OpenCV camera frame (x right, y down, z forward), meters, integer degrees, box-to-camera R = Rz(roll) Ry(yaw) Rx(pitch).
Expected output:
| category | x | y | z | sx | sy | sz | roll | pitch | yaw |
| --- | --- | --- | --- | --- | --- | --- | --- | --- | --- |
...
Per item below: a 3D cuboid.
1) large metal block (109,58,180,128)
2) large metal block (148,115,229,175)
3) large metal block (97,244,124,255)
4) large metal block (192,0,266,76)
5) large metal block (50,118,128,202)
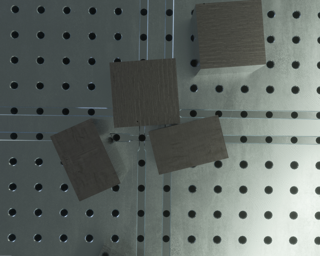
| category | x | y | z | sx | sy | sz | roll | pitch | yaw |
| --- | --- | --- | --- | --- | --- | --- | --- | --- | --- |
| large metal block | -0.018 | -0.043 | 0.401 | 0.081 | 0.050 | 0.079 | -4 | 90 | -1 |
| large metal block | 0.032 | 0.019 | 0.386 | 0.080 | 0.080 | 0.050 | -14 | 90 | 0 |
| large metal block | -0.062 | 0.214 | 0.400 | 0.080 | 0.050 | 0.080 | 30 | 90 | -1 |
| large metal block | 0.086 | -0.114 | 0.402 | 0.081 | 0.050 | 0.079 | -4 | 90 | -1 |
| large metal block | -0.083 | 0.035 | 0.385 | 0.050 | 0.080 | 0.080 | -24 | 90 | 0 |
